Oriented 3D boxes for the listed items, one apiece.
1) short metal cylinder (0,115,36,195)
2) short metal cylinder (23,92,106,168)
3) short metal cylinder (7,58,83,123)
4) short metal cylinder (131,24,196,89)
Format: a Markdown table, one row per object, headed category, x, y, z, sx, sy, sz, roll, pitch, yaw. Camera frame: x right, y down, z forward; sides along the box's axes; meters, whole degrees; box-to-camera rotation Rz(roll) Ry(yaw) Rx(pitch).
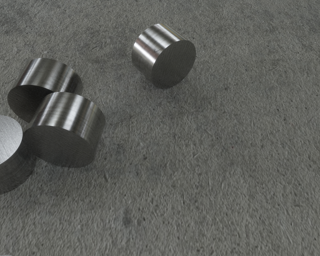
| category | x | y | z | sx | sy | sz | roll | pitch | yaw |
| --- | --- | --- | --- | --- | --- | --- | --- | --- | --- |
| short metal cylinder | -0.193 | 0.031 | 0.360 | 0.080 | 0.050 | 0.080 | 0 | 50 | 0 |
| short metal cylinder | -0.110 | 0.004 | 0.363 | 0.080 | 0.080 | 0.050 | 6 | 51 | 5 |
| short metal cylinder | -0.147 | -0.043 | 0.403 | 0.080 | 0.080 | 0.050 | 4 | 50 | 3 |
| short metal cylinder | 0.006 | -0.105 | 0.455 | 0.081 | 0.080 | 0.050 | -29 | 56 | -22 |
